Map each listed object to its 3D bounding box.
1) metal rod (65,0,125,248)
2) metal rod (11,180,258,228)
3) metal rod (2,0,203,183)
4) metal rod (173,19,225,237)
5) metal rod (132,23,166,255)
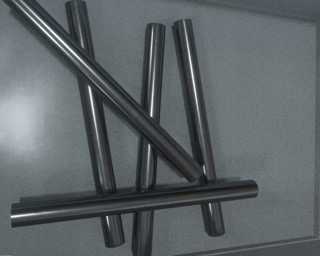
[{"bbox_3d":[-0.079,-0.002,0.381,0.025,0.025,0.298,-10,94,-20],"label":"metal rod"},{"bbox_3d":[-0.013,0.088,0.377,0.303,0.025,0.025,-2,91,-20],"label":"metal rod"},{"bbox_3d":[-0.056,-0.042,0.361,0.300,0.025,0.025,45,76,-15],"label":"metal rod"},{"bbox_3d":[0.055,0.002,0.430,0.025,0.025,0.298,-11,94,-20],"label":"metal rod"},{"bbox_3d":[-0.014,0.015,0.405,0.025,0.025,0.298,4,89,-20],"label":"metal rod"}]
